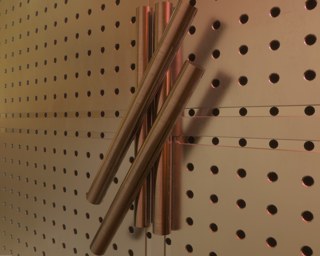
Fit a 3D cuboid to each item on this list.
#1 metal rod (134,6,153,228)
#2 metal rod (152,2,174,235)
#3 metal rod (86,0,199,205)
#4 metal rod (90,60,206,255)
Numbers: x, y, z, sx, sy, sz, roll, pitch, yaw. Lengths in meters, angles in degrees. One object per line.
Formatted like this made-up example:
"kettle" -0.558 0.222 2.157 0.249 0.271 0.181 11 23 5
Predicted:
"metal rod" -0.023 -0.015 0.430 0.025 0.025 0.298 1 91 40
"metal rod" 0.004 -0.012 0.408 0.025 0.025 0.298 1 91 40
"metal rod" -0.032 -0.018 0.405 0.025 0.025 0.298 42 115 32
"metal rod" -0.025 0.053 0.399 0.025 0.025 0.298 42 115 32
